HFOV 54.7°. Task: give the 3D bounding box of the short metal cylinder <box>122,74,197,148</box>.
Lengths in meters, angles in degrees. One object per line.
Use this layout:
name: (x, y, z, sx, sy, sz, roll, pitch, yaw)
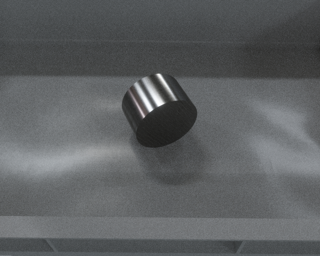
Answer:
short metal cylinder: (-0.001, -0.021, 0.387, 0.081, 0.080, 0.050, -19, 53, -15)
